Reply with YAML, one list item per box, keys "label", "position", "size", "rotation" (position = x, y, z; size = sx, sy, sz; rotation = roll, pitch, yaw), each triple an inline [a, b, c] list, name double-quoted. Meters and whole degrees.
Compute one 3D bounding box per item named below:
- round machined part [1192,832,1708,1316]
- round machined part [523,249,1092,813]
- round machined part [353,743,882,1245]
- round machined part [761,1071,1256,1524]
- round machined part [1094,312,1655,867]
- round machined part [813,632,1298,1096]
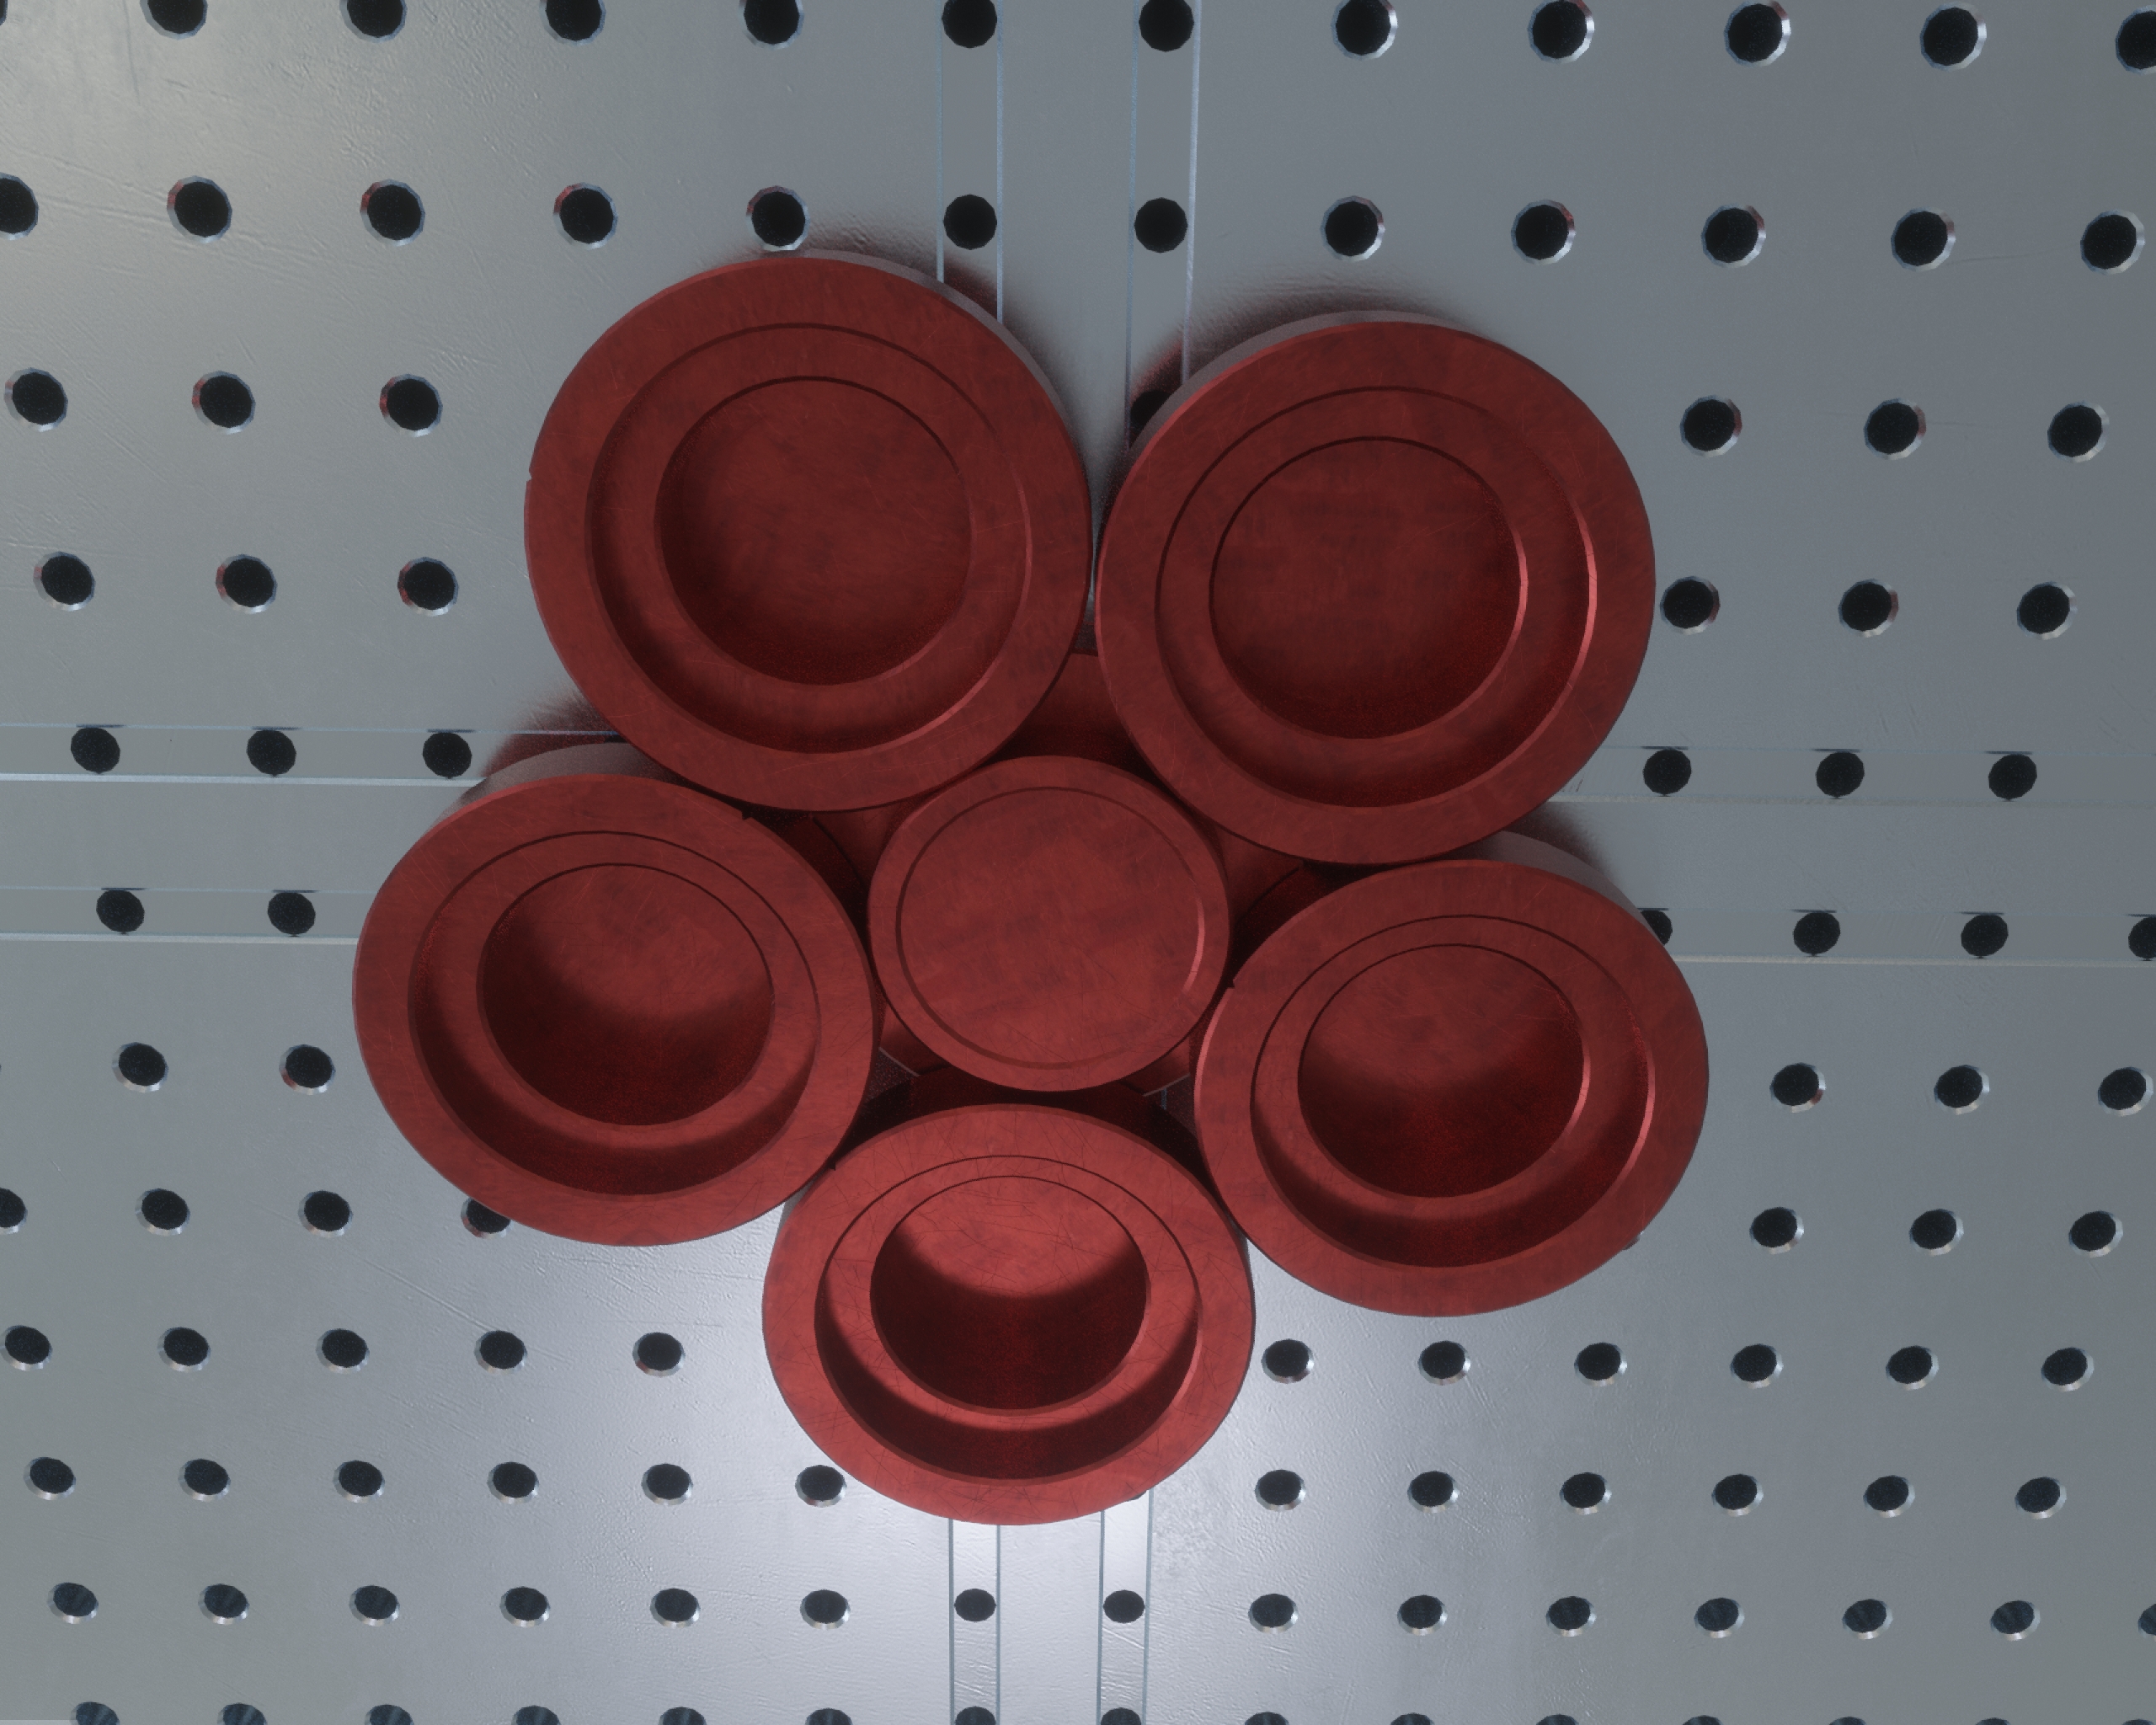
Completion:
- label: "round machined part"
  position: [0.071, 0.038, 0.419]
  size: [0.099, 0.042, 0.097]
  rotation: [0, 110, 0]
- label: "round machined part"
  position: [-0.047, -0.062, 0.381]
  size: [0.099, 0.042, 0.097]
  rotation: [0, 110, 0]
- label: "round machined part"
  position: [-0.087, 0.023, 0.411]
  size: [0.099, 0.042, 0.097]
  rotation: [0, 110, 0]
- label: "round machined part"
  position: [-0.014, 0.085, 0.435]
  size: [0.099, 0.042, 0.097]
  rotation: [0, 110, 0]
- label: "round machined part"
  position: [0.052, -0.052, 0.385]
  size: [0.099, 0.042, 0.097]
  rotation: [0, 110, 0]
- label: "round machined part"
  position: [-0.005, 0.006, 0.406]
  size: [0.099, 0.042, 0.097]
  rotation: [0, 110, 0]
